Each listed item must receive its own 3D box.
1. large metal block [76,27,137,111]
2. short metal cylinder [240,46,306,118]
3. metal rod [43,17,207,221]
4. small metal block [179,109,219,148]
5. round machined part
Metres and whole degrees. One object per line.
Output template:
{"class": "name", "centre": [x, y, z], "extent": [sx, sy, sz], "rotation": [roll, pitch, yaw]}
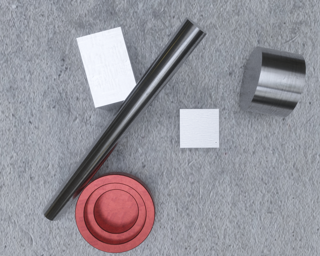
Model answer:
{"class": "large metal block", "centre": [-0.058, -0.067, 0.382], "extent": [0.050, 0.080, 0.080], "rotation": [-15, 90, 0]}
{"class": "short metal cylinder", "centre": [0.136, -0.056, 0.384], "extent": [0.050, 0.080, 0.080], "rotation": [11, 90, 0]}
{"class": "metal rod", "centre": [-0.054, 0.008, 0.351], "extent": [0.025, 0.025, 0.299], "rotation": [40, 113, -1]}
{"class": "small metal block", "centre": [0.051, 0.000, 0.411], "extent": [0.050, 0.025, 0.050], "rotation": [0, 90, -1]}
{"class": "round machined part", "centre": [-0.055, 0.105, 0.401], "extent": [0.099, 0.042, 0.097], "rotation": [0, 90, -1]}
